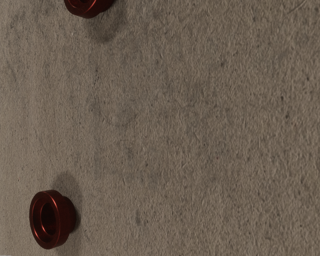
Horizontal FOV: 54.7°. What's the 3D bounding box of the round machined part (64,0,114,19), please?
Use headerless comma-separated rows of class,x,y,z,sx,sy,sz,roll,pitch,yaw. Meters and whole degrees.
round machined part,-0.103,-0.218,0.476,0.098,0.042,0.097,0,90,39

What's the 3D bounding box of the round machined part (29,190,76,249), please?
round machined part,-0.184,0.157,0.543,0.098,0.042,0.097,0,90,39
